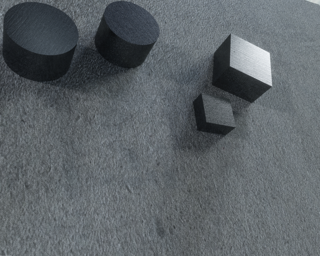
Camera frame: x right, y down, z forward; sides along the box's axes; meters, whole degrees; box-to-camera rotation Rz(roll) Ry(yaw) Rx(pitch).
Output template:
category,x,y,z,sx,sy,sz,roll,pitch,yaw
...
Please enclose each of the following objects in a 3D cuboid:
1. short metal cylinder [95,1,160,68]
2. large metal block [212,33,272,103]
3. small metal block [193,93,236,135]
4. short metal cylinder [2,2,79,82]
category,x,y,z,sx,sy,sz,roll,pitch,yaw
short metal cylinder,-0.047,-0.133,0.443,0.081,0.050,0.080,14,56,-21
large metal block,0.138,-0.100,0.523,0.080,0.050,0.080,22,54,-16
small metal block,0.080,-0.020,0.459,0.050,0.025,0.050,9,58,-24
short metal cylinder,-0.144,-0.103,0.373,0.081,0.050,0.080,14,56,-21
